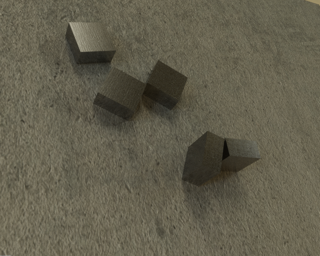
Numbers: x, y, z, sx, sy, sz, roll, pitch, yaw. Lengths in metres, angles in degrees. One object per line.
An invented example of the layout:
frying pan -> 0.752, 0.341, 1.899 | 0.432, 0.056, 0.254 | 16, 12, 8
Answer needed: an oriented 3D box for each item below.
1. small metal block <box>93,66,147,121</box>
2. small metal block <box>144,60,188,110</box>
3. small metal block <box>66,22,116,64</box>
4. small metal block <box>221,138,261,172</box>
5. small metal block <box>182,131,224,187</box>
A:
small metal block -> -0.051, -0.045, 0.403 | 0.050, 0.025, 0.050 | 28, 52, -11
small metal block -> 0.007, -0.062, 0.445 | 0.050, 0.025, 0.050 | 29, 52, -10
small metal block -> -0.095, -0.116, 0.423 | 0.050, 0.025, 0.050 | -12, 68, -33
small metal block -> 0.097, 0.037, 0.417 | 0.050, 0.050, 0.025 | 7, 59, -25
small metal block -> 0.054, 0.040, 0.393 | 0.025, 0.050, 0.050 | 25, 53, -13
